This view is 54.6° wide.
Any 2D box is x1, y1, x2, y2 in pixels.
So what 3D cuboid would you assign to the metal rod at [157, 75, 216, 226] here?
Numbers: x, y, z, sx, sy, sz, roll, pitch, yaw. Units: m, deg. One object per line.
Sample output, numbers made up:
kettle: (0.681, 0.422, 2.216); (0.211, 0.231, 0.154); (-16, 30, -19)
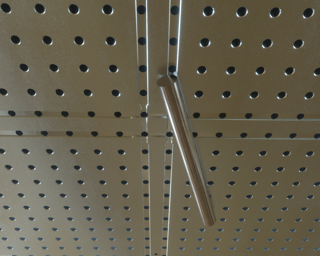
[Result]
metal rod: (0.048, 0.054, 0.457); (0.025, 0.025, 0.299); (-12, 129, 10)
